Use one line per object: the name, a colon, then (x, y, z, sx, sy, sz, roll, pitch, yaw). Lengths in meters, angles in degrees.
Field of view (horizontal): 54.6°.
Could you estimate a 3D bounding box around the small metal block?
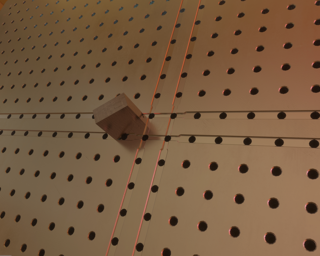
small metal block: (-0.056, -0.015, 0.432, 0.050, 0.050, 0.025, -29, 52, 10)
